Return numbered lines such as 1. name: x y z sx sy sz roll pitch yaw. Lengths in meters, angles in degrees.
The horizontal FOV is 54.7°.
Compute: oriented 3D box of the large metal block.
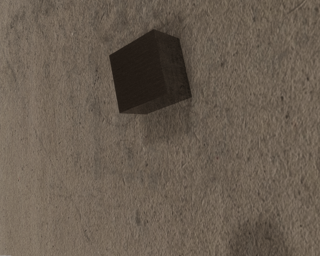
1. large metal block: -0.014 -0.067 0.398 0.080 0.050 0.080 -18 79 38
